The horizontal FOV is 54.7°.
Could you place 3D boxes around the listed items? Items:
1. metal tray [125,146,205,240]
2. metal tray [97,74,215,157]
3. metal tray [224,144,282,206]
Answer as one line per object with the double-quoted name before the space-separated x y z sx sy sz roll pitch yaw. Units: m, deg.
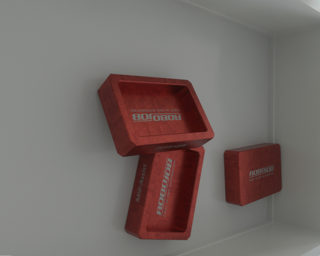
"metal tray" 0.010 0.079 0.413 0.091 0.030 0.129 18 78 -39
"metal tray" -0.001 -0.017 0.377 0.131 0.030 0.090 -3 63 -40
"metal tray" 0.167 0.078 0.547 0.131 0.030 0.089 -5 94 -40
